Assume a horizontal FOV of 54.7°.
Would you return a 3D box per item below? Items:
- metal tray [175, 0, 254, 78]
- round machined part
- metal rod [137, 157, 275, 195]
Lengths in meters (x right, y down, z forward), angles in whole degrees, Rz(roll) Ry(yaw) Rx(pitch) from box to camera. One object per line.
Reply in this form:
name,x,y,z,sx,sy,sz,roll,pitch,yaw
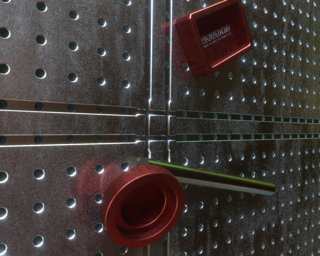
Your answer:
metal tray,0.090,-0.143,0.480,0.131,0.030,0.090,-34,111,-35
round machined part,-0.023,0.086,0.365,0.099,0.042,0.097,-11,115,-25
metal rod,0.092,0.082,0.485,0.302,0.025,0.025,16,80,-39
